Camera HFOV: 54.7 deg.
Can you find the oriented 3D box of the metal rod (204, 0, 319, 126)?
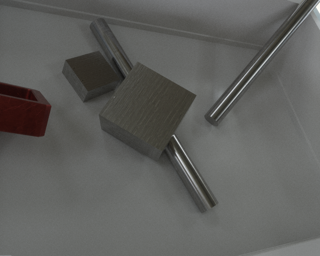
[{"bbox_3d":[0.172,-0.120,0.495,0.025,0.025,0.301,42,76,0],"label":"metal rod"}]

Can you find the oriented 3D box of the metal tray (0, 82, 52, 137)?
[{"bbox_3d":[-0.174,-0.028,0.279,0.131,0.090,0.030,12,99,-30],"label":"metal tray"}]

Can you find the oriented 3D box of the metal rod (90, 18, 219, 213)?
[{"bbox_3d":[-0.015,-0.026,0.414,0.025,0.025,0.299,-21,73,-36],"label":"metal rod"}]

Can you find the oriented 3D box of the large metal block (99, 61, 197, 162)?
[{"bbox_3d":[-0.015,-0.018,0.371,0.080,0.050,0.080,31,69,4],"label":"large metal block"}]

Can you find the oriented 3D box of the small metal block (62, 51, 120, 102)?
[{"bbox_3d":[-0.089,-0.067,0.400,0.050,0.025,0.050,-29,78,-38],"label":"small metal block"}]
